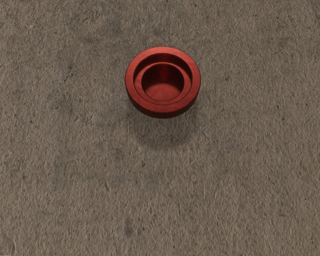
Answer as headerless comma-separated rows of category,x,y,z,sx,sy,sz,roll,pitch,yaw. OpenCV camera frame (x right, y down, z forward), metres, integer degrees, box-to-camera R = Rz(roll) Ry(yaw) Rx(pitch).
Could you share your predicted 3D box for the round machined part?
round machined part,0.004,-0.057,0.420,0.099,0.042,0.098,0,70,-1
